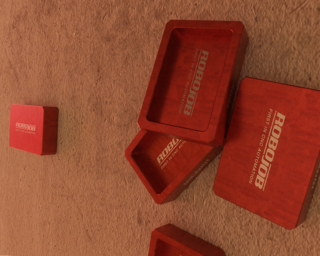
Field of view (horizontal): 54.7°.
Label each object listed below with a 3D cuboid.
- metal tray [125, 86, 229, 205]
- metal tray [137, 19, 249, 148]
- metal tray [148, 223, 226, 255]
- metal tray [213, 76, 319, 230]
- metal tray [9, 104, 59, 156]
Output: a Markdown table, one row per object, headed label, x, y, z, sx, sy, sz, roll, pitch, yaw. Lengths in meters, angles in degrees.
| label | x | y | z | sx | sy | sz | roll | pitch | yaw |
| --- | --- | --- | --- | --- | --- | --- | --- | --- | --- |
| metal tray | 0.018 | 0.021 | 0.386 | 0.129 | 0.030 | 0.090 | -52 | 60 | 27 |
| metal tray | 0.036 | -0.052 | 0.338 | 0.090 | 0.030 | 0.129 | 12 | 82 | 28 |
| metal tray | 0.024 | 0.197 | 0.381 | 0.090 | 0.030 | 0.129 | 14 | 99 | 39 |
| metal tray | 0.112 | 0.021 | 0.309 | 0.090 | 0.030 | 0.129 | 20 | 103 | 38 |
| metal tray | -0.251 | 0.000 | 0.609 | 0.130 | 0.030 | 0.089 | 7 | 94 | 39 |
